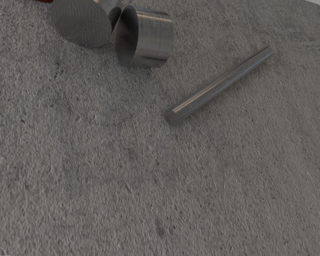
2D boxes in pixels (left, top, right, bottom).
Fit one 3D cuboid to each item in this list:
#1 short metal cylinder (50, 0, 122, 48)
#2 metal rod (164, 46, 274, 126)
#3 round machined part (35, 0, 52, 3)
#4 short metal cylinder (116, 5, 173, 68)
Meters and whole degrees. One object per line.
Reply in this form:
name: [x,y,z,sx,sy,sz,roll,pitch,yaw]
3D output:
short metal cylinder: [-0.096,-0.155,0.411,0.080,0.080,0.050,24,53,-14]
metal rod: [0.113,-0.081,0.513,0.302,0.025,0.025,-35,81,-38]
round machined part: [-0.169,-0.231,0.443,0.099,0.042,0.098,14,56,-21]
short metal cylinder: [-0.024,-0.125,0.432,0.050,0.080,0.080,-1,62,-29]
